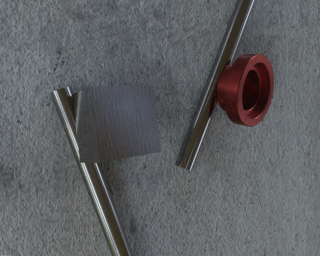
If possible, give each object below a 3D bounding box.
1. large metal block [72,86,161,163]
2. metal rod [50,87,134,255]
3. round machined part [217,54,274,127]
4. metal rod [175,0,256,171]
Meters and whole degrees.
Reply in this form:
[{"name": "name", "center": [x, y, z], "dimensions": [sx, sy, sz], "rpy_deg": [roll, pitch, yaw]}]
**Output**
[{"name": "large metal block", "center": [-0.050, -0.005, 0.363], "dimensions": [0.081, 0.050, 0.080], "rpy_deg": [-7, 89, -38]}, {"name": "metal rod", "center": [-0.070, 0.095, 0.384], "dimensions": [0.025, 0.025, 0.298], "rpy_deg": [-21, 97, -19]}, {"name": "round machined part", "center": [0.116, -0.053, 0.431], "dimensions": [0.099, 0.042, 0.097], "rpy_deg": [-15, 111, -43]}, {"name": "metal rod", "center": [0.086, -0.083, 0.442], "dimensions": [0.025, 0.025, 0.299], "rpy_deg": [24, 82, -19]}]
